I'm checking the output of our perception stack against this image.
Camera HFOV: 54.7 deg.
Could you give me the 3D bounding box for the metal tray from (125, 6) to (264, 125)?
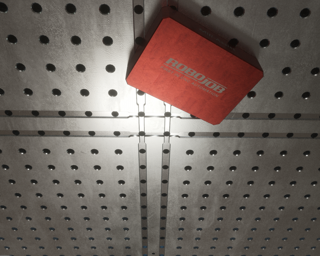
[{"bbox_3d":[0.038,-0.065,0.354,0.131,0.030,0.089,24,126,-20],"label":"metal tray"}]
